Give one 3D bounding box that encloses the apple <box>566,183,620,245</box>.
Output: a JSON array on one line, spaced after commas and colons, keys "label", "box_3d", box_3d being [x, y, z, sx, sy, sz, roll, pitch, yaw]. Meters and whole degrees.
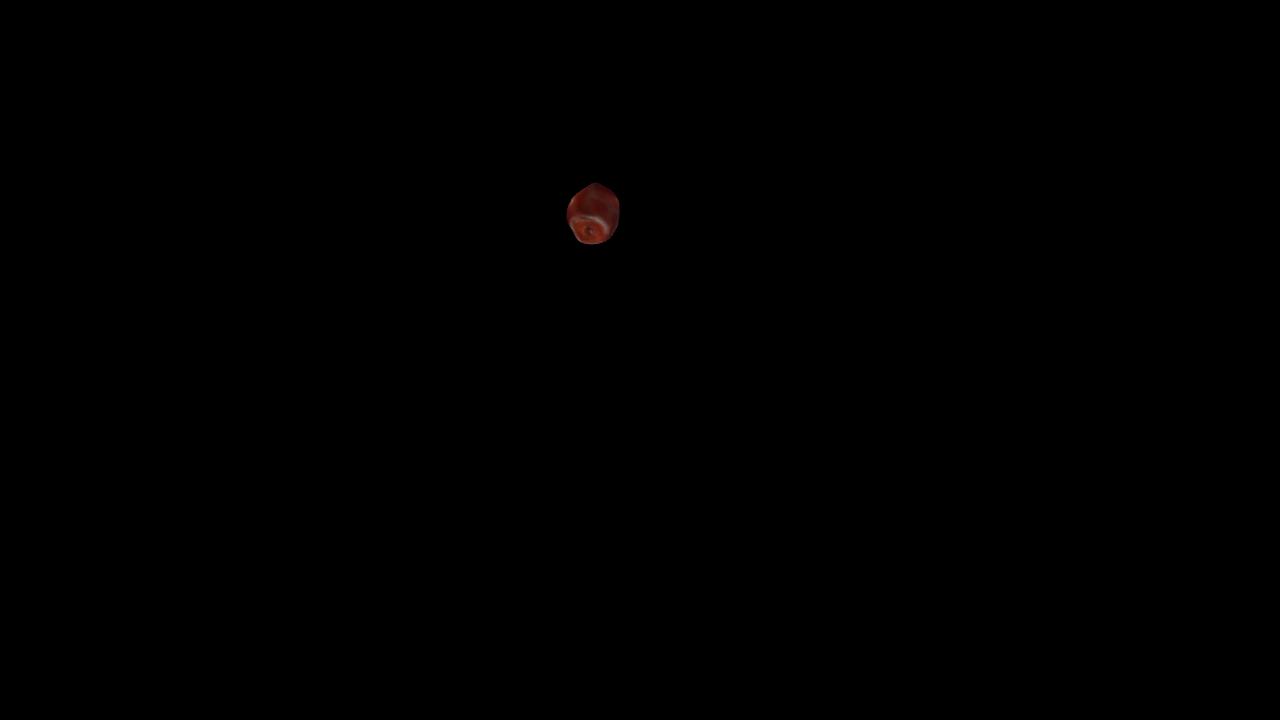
[{"label": "apple", "box_3d": [-0.067, -0.215, 0.902, 0.079, 0.093, 0.079, 6, -39, 5]}]
